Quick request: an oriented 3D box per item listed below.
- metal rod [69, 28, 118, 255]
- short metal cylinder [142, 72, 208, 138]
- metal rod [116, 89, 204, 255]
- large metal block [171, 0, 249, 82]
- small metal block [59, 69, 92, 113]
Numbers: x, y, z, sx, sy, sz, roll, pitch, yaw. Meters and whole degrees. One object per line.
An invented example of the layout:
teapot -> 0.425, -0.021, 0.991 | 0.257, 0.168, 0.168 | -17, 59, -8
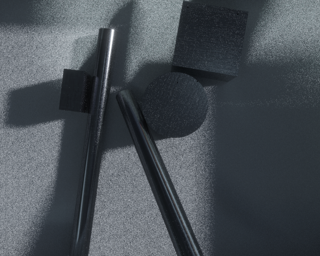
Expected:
metal rod -> -0.088, 0.020, 0.410 | 0.025, 0.025, 0.298 | 8, 90, -1
short metal cylinder -> 0.018, -0.028, 0.399 | 0.081, 0.050, 0.079 | 0, 90, -1
metal rod -> 0.008, 0.079, 0.347 | 0.025, 0.025, 0.299 | -24, 64, 0
large metal block -> 0.061, -0.109, 0.400 | 0.080, 0.050, 0.080 | 10, 90, -1
small metal block -> -0.106, -0.046, 0.398 | 0.025, 0.050, 0.050 | 7, 90, 0
